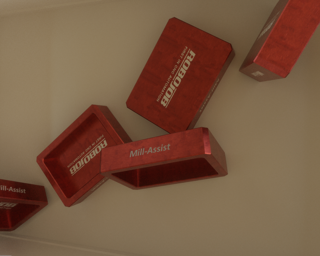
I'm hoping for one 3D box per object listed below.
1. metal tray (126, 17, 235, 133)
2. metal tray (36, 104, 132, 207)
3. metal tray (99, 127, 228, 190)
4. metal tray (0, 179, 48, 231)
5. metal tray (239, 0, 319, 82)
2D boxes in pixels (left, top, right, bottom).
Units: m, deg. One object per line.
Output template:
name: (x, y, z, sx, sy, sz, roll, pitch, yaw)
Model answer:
metal tray: (0.025, -0.063, 0.399, 0.090, 0.030, 0.129, 32, 100, 17)
metal tray: (-0.106, 0.040, 0.445, 0.130, 0.030, 0.090, -41, 77, 15)
metal tray: (0.006, 0.041, 0.371, 0.130, 0.090, 0.030, -13, 62, 19)
metal tray: (-0.241, 0.110, 0.438, 0.090, 0.130, 0.030, -37, 57, 16)
metal tray: (0.121, -0.094, 0.310, 0.030, 0.130, 0.090, 29, 100, 4)
